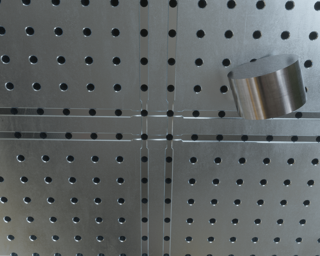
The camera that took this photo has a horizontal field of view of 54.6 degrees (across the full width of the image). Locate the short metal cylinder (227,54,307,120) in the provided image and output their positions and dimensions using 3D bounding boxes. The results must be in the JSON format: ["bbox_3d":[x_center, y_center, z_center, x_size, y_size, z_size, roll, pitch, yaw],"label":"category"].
[{"bbox_3d":[0.126,-0.050,0.367,0.080,0.080,0.050,-18,109,6],"label":"short metal cylinder"}]
